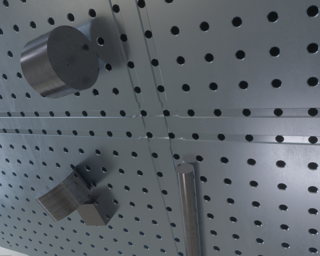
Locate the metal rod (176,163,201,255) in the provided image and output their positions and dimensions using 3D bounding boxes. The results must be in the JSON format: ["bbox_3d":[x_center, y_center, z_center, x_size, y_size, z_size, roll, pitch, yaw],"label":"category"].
[{"bbox_3d":[0.052,0.185,0.498,0.025,0.025,0.298,7,122,25],"label":"metal rod"}]

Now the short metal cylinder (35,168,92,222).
[{"bbox_3d":[-0.165,0.113,0.533,0.080,0.080,0.050,-27,104,37],"label":"short metal cylinder"}]

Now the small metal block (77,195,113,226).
[{"bbox_3d":[-0.122,0.152,0.569,0.050,0.025,0.050,-12,113,33],"label":"small metal block"}]

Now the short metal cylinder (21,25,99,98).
[{"bbox_3d":[-0.124,-0.081,0.390,0.050,0.080,0.080,-11,113,33],"label":"short metal cylinder"}]
